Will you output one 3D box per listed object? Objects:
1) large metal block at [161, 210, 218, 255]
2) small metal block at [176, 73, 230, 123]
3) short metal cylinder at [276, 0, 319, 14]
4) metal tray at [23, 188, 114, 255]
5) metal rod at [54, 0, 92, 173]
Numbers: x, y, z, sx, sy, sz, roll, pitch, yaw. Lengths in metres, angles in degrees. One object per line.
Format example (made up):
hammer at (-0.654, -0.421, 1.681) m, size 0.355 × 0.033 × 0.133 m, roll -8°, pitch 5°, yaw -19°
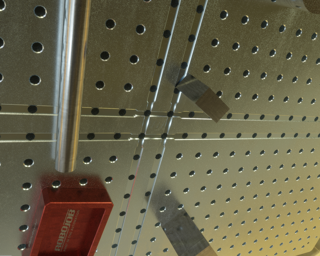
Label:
large metal block at (0.056, 0.202, 0.531) m, size 0.050 × 0.080 × 0.080 m, roll -35°, pitch 129°, yaw -5°
small metal block at (0.055, -0.039, 0.401) m, size 0.025 × 0.050 × 0.050 m, roll -49°, pitch 129°, yaw 6°
short metal cylinder at (0.187, -0.187, 0.381) m, size 0.081 × 0.050 × 0.079 m, roll -14°, pitch 124°, yaw -21°
metal tray at (-0.128, 0.144, 0.426) m, size 0.091 × 0.030 × 0.129 m, roll 9°, pitch 114°, yaw -32°
metal rod at (-0.086, -0.084, 0.312) m, size 0.025 × 0.025 × 0.298 m, roll -2°, pitch 119°, yaw -28°
